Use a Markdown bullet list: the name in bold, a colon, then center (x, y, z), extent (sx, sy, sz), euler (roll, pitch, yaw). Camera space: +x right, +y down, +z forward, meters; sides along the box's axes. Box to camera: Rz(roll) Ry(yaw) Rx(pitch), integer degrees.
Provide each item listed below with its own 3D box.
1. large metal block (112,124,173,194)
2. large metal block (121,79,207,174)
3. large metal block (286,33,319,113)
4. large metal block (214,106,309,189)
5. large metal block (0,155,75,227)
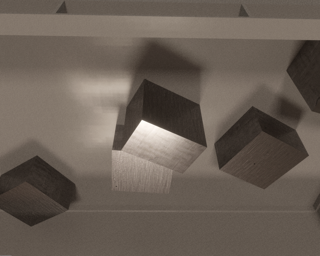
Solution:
- **large metal block**: center (-0.024, 0.044, 0.430), extent (0.081, 0.050, 0.079), euler (4, 130, -4)
- **large metal block**: center (0.004, -0.003, 0.371), extent (0.080, 0.080, 0.050), euler (23, 126, -19)
- **large metal block**: center (0.197, -0.051, 0.332), extent (0.081, 0.080, 0.050), euler (13, 129, -12)
- **large metal block**: center (0.134, 0.029, 0.420), extent (0.080, 0.050, 0.080), euler (25, 126, -20)
- **large metal block**: center (-0.193, 0.098, 0.474), extent (0.080, 0.050, 0.080), euler (-27, 126, 20)
